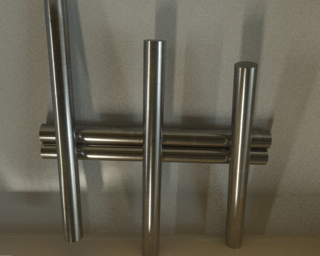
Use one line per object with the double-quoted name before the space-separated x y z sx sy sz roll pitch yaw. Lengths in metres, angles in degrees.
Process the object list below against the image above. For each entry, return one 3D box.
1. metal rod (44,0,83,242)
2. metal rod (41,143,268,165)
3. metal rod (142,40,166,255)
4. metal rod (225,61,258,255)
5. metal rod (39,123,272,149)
"metal rod" -0.117 0.000 0.383 0.025 0.025 0.298 -1 102 0
"metal rod" -0.006 0.034 0.423 0.302 0.025 0.025 2 110 -1
"metal rod" -0.010 0.041 0.399 0.025 0.025 0.298 1 110 -1
"metal rod" 0.104 0.061 0.410 0.025 0.025 0.298 -4 119 1
"metal rod" -0.005 0.011 0.414 0.302 0.025 0.025 2 110 -1
